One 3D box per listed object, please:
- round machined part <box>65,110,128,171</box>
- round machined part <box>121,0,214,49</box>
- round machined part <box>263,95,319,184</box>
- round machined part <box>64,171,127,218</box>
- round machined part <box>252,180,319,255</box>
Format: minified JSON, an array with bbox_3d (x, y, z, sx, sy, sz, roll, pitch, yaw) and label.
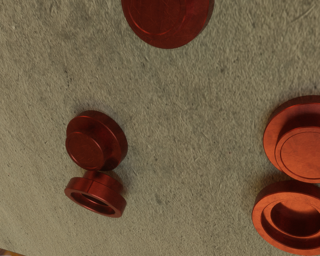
[{"bbox_3d":[-0.102,0.026,0.466,0.098,0.042,0.097,13,124,21],"label":"round machined part"},{"bbox_3d":[0.002,-0.128,0.315,0.098,0.042,0.097,13,124,21],"label":"round machined part"},{"bbox_3d":[0.158,0.019,0.324,0.098,0.042,0.097,13,124,21],"label":"round machined part"},{"bbox_3d":[-0.098,0.103,0.497,0.098,0.042,0.098,16,148,11],"label":"round machined part"},{"bbox_3d":[0.164,0.102,0.372,0.098,0.042,0.097,13,124,21],"label":"round machined part"}]
